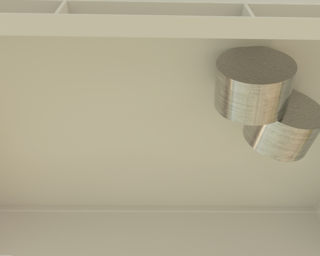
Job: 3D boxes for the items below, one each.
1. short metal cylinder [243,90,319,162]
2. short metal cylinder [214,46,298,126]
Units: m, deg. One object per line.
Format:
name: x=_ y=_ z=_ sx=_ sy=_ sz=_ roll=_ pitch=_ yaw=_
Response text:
short metal cylinder: x=0.146 y=-0.006 z=0.369 sx=0.081 sy=0.080 sz=0.050 roll=6 pitch=130 yaw=-5
short metal cylinder: x=0.100 y=-0.047 z=0.334 sx=0.080 sy=0.080 sz=0.050 roll=-3 pitch=130 yaw=2
